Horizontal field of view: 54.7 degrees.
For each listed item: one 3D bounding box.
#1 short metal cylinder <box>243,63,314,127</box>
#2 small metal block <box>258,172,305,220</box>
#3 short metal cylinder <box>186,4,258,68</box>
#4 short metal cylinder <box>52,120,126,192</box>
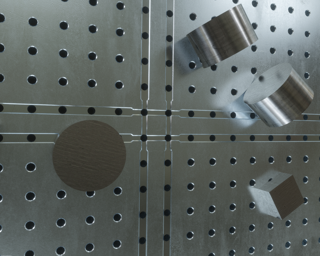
[{"bbox_3d":[0.169,-0.047,0.445,0.050,0.080,0.080,43,77,-15],"label":"short metal cylinder"},{"bbox_3d":[0.190,0.105,0.483,0.050,0.025,0.050,-30,100,-18],"label":"small metal block"},{"bbox_3d":[0.082,-0.121,0.413,0.080,0.080,0.050,-33,101,-17],"label":"short metal cylinder"},{"bbox_3d":[-0.086,0.031,0.368,0.081,0.050,0.079,0,90,-20],"label":"short metal cylinder"}]
